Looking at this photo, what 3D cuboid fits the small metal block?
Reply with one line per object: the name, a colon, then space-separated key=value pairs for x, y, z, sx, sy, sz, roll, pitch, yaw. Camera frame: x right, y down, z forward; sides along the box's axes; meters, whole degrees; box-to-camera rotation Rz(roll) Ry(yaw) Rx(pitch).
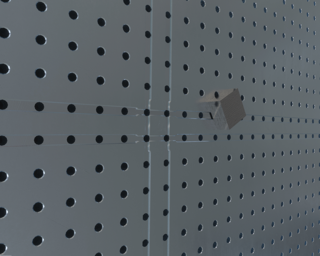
small metal block: x=0.109 y=-0.031 z=0.500 sx=0.050 sy=0.025 sz=0.050 roll=-35 pitch=112 yaw=-35
